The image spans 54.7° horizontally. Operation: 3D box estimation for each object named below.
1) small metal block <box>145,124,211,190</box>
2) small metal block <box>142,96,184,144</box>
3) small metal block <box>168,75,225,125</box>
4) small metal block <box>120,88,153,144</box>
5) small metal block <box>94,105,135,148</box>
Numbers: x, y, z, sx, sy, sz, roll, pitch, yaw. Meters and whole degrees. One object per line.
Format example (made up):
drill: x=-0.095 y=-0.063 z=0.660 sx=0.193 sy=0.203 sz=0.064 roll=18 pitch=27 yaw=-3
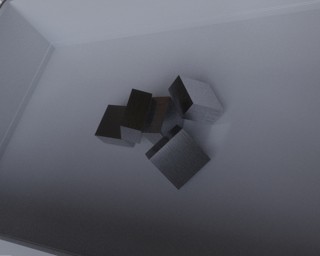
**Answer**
small metal block: x=0.020 y=0.033 z=0.353 sx=0.050 sy=0.050 sz=0.025 roll=-43 pitch=16 yaw=-3
small metal block: x=0.006 y=-0.004 z=0.387 sx=0.025 sy=0.050 sz=0.050 roll=1 pitch=62 yaw=28
small metal block: x=0.044 y=-0.034 z=0.381 sx=0.025 sy=0.050 sz=0.050 roll=-52 pitch=44 yaw=34
small metal block: x=-0.030 y=-0.013 z=0.387 sx=0.025 sy=0.050 sz=0.050 roll=15 pitch=69 yaw=0
small metal block: x=-0.055 y=-0.003 z=0.432 sx=0.050 sy=0.025 sz=0.050 roll=7 pitch=65 yaw=31
